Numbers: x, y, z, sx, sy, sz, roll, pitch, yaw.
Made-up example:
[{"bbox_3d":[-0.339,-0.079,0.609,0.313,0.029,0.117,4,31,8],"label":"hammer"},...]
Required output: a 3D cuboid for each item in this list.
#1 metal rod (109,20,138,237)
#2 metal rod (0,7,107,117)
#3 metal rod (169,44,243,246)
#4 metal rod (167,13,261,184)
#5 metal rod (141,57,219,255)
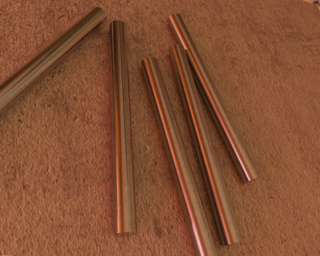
[{"bbox_3d":[-0.049,-0.021,0.390,0.025,0.025,0.299,8,58,-24],"label":"metal rod"},{"bbox_3d":[-0.149,-0.066,0.363,0.025,0.025,0.301,35,51,-6],"label":"metal rod"},{"bbox_3d":[0.056,0.006,0.432,0.025,0.025,0.299,2,61,-28],"label":"metal rod"},{"bbox_3d":[0.076,-0.057,0.481,0.025,0.025,0.299,-8,66,-32],"label":"metal rod"},{"bbox_3d":[0.022,0.035,0.395,0.025,0.025,0.299,-2,63,-30],"label":"metal rod"}]
